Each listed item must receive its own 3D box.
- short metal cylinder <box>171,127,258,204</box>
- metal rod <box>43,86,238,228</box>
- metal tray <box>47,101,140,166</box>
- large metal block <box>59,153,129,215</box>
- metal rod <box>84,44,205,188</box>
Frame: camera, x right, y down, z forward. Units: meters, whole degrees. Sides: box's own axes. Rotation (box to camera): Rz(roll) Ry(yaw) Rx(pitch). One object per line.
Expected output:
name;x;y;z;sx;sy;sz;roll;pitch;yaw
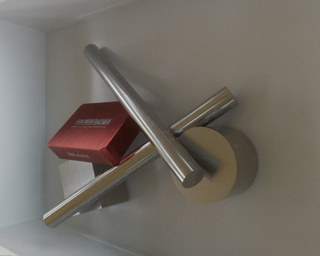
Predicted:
short metal cylinder;0.058;0.038;0.338;0.080;0.050;0.079;0;90;39
metal rod;-0.037;0.046;0.385;0.300;0.025;0.025;-35;68;19
metal tray;-0.089;0.004;0.436;0.130;0.030;0.090;1;46;41
large metal block;-0.101;0.082;0.466;0.080;0.050;0.080;-24;75;37
metal rod;-0.039;-0.037;0.397;0.300;0.025;0.025;50;120;42
